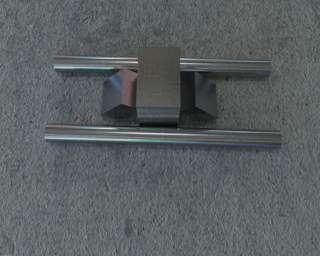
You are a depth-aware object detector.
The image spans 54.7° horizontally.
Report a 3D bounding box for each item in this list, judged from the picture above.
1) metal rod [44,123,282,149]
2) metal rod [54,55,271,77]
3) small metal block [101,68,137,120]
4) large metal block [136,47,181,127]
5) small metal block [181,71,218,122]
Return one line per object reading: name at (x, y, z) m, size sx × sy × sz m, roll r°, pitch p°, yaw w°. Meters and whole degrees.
metal rod at (0.004, 0.011, 0.405) m, size 0.302 × 0.025 × 0.025 m, roll 2°, pitch 70°, yaw 0°
metal rod at (0.004, -0.088, 0.442) m, size 0.302 × 0.025 × 0.025 m, roll 1°, pitch 70°, yaw 0°
small metal block at (-0.053, -0.044, 0.410) m, size 0.025 × 0.050 × 0.050 m, roll 16°, pitch 65°, yaw -37°
large metal block at (-0.002, -0.048, 0.400) m, size 0.050 × 0.080 × 0.080 m, roll 1°, pitch 70°, yaw 0°
small metal block at (0.051, -0.040, 0.410) m, size 0.025 × 0.050 × 0.050 m, roll -17°, pitch 64°, yaw 39°
